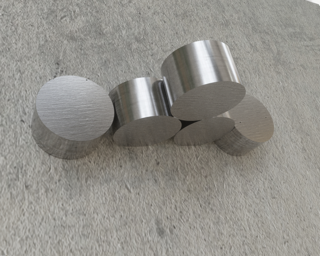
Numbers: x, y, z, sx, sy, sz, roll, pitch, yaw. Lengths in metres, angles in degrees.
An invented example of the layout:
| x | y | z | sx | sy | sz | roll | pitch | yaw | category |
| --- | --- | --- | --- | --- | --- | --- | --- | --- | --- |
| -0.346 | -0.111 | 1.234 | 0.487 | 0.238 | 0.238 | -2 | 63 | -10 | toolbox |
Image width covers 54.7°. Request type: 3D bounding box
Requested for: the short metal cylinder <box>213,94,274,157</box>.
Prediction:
| x | y | z | sx | sy | sz | roll | pitch | yaw | category |
| --- | --- | --- | --- | --- | --- | --- | --- | --- | --- |
| 0.118 | -0.004 | 0.454 | 0.081 | 0.050 | 0.080 | 14 | 56 | -21 | short metal cylinder |

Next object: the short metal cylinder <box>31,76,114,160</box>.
| x | y | z | sx | sy | sz | roll | pitch | yaw | category |
| --- | --- | --- | --- | --- | --- | --- | --- | --- | --- |
| -0.097 | -0.011 | 0.343 | 0.081 | 0.050 | 0.080 | 14 | 56 | -21 | short metal cylinder |

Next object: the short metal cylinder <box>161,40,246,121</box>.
| x | y | z | sx | sy | sz | roll | pitch | yaw | category |
| --- | --- | --- | --- | --- | --- | --- | --- | --- | --- |
| 0.045 | -0.048 | 0.335 | 0.081 | 0.080 | 0.050 | 1 | 63 | -28 | short metal cylinder |

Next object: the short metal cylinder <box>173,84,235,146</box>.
| x | y | z | sx | sy | sz | roll | pitch | yaw | category |
| --- | --- | --- | --- | --- | --- | --- | --- | --- | --- |
| 0.051 | -0.016 | 0.408 | 0.081 | 0.080 | 0.050 | 0 | 61 | -28 | short metal cylinder |

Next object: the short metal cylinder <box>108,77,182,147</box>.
| x | y | z | sx | sy | sz | roll | pitch | yaw | category |
| --- | --- | --- | --- | --- | --- | --- | --- | --- | --- |
| -0.019 | -0.017 | 0.369 | 0.081 | 0.080 | 0.050 | 0 | 62 | -28 | short metal cylinder |
